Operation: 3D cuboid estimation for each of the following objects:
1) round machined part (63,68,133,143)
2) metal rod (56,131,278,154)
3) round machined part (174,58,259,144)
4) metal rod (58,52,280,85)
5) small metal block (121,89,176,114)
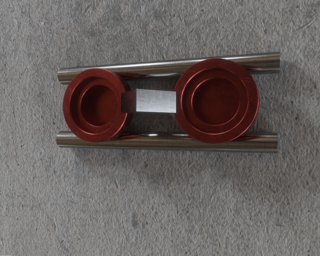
[{"bbox_3d":[-0.079,-0.030,0.424,0.098,0.042,0.097,0,90,20],"label":"round machined part"},{"bbox_3d":[-0.005,0.017,0.411,0.301,0.025,0.025,0,90,19],"label":"metal rod"},{"bbox_3d":[0.068,-0.031,0.371,0.098,0.042,0.097,0,90,20],"label":"round machined part"},{"bbox_3d":[-0.002,-0.076,0.410,0.301,0.025,0.025,0,90,19],"label":"metal rod"},{"bbox_3d":[-0.015,-0.030,0.374,0.050,0.050,0.025,-1,89,63],"label":"small metal block"}]
